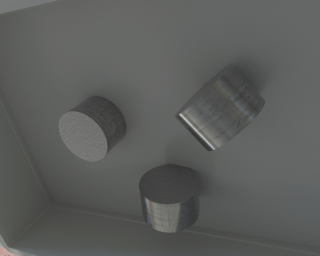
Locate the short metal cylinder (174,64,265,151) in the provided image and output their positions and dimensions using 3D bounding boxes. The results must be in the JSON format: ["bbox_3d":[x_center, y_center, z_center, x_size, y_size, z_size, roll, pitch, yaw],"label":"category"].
[{"bbox_3d":[0.062,-0.021,0.327,0.050,0.080,0.080,46,129,-4],"label":"short metal cylinder"}]

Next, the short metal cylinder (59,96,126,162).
[{"bbox_3d":[-0.096,0.001,0.444,0.080,0.050,0.079,13,124,21],"label":"short metal cylinder"}]

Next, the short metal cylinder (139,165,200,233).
[{"bbox_3d":[0.014,0.094,0.424,0.080,0.080,0.050,10,123,23],"label":"short metal cylinder"}]
